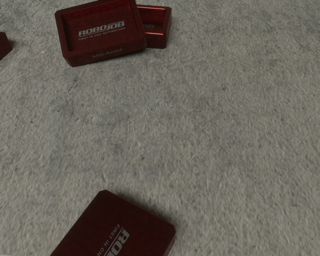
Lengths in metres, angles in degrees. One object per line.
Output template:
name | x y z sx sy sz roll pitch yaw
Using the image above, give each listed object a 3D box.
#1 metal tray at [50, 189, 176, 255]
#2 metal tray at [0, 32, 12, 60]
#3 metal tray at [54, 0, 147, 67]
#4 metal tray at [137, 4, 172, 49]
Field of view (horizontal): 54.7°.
metal tray | -0.054 0.132 0.288 0.090 0.030 0.130 23 54 18
metal tray | -0.327 -0.131 0.505 0.131 0.030 0.090 16 52 12
metal tray | -0.095 -0.159 0.499 0.131 0.030 0.090 -15 73 -2
metal tray | -0.049 -0.185 0.554 0.131 0.030 0.090 6 50 4
